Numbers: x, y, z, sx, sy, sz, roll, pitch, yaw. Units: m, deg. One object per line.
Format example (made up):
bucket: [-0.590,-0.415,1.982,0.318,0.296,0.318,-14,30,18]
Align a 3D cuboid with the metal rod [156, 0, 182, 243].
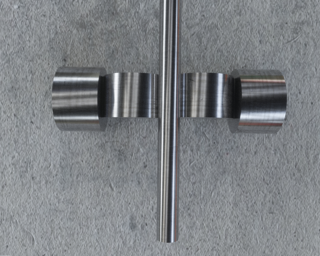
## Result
metal rod: [0.010,-0.024,0.350,0.025,0.025,0.298,1,90,0]

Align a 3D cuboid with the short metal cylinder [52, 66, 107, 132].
short metal cylinder: [-0.095,-0.035,0.383,0.050,0.080,0.080,1,90,0]

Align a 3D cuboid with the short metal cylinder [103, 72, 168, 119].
short metal cylinder: [-0.030,-0.037,0.383,0.081,0.080,0.050,1,90,0]

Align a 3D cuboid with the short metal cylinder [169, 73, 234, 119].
short metal cylinder: [0.050,-0.037,0.384,0.081,0.080,0.050,1,90,0]

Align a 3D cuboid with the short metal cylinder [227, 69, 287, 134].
short metal cylinder: [0.116,-0.033,0.385,0.050,0.080,0.080,1,90,0]
